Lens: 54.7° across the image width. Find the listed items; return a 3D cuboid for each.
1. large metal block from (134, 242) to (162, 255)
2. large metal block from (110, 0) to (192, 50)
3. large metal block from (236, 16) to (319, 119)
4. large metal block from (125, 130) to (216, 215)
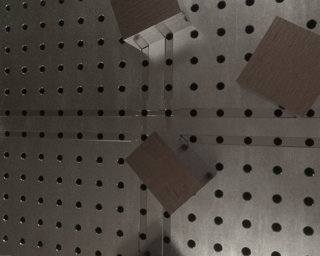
[{"bbox_3d":[-0.024,0.214,0.407,0.080,0.050,0.080,-42,77,15],"label":"large metal block"},{"bbox_3d":[-0.015,-0.161,0.404,0.080,0.050,0.080,-20,83,18],"label":"large metal block"},{"bbox_3d":[0.145,-0.065,0.348,0.080,0.050,0.080,33,101,16],"label":"large metal block"},{"bbox_3d":[0.016,0.049,0.377,0.050,0.080,0.080,-45,77,14],"label":"large metal block"}]
